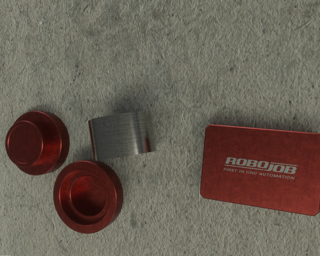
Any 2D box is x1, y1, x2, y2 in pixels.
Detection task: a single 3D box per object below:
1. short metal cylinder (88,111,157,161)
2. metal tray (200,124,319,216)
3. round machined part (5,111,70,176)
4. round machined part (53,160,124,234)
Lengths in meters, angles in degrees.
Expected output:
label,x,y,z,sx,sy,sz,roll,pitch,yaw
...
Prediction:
label,x,y,z,sx,sy,sz,roll,pitch,yaw
short metal cylinder,-0.048,0.011,0.396,0.080,0.080,0.050,-10,87,19
metal tray,0.118,0.045,0.365,0.130,0.030,0.089,5,92,19
round machined part,-0.190,0.023,0.465,0.098,0.042,0.097,0,90,19
round machined part,-0.095,0.092,0.432,0.098,0.042,0.097,0,90,19
